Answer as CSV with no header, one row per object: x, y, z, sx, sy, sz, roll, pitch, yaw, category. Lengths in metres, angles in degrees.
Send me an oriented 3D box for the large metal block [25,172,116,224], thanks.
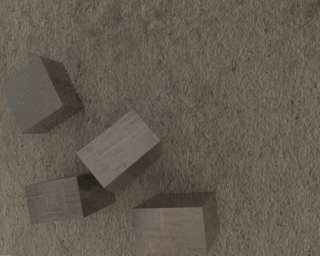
-0.119,0.090,0.422,0.080,0.080,0.050,-12,86,20,large metal block

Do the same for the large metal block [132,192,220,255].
0.023,0.111,0.372,0.080,0.080,0.050,-7,88,20,large metal block

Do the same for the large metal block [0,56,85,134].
-0.173,-0.046,0.457,0.080,0.050,0.080,-31,80,17,large metal block

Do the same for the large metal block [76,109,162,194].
-0.045,0.033,0.381,0.080,0.080,0.050,-40,76,-10,large metal block
